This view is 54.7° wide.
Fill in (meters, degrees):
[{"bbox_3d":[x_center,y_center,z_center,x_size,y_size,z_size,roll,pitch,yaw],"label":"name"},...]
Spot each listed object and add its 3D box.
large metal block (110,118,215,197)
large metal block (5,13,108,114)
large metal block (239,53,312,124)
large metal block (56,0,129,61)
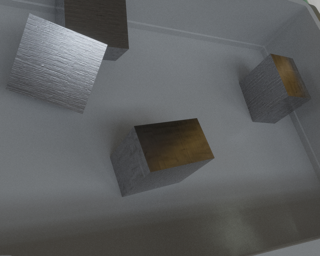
[{"bbox_3d":[0.000,0.034,0.351,0.081,0.080,0.050,-8,66,-32],"label":"large metal block"},{"bbox_3d":[-0.113,-0.070,0.346,0.081,0.050,0.080,19,98,-18],"label":"large metal block"},{"bbox_3d":[0.186,-0.062,0.512,0.050,0.080,0.080,3,60,-27],"label":"large metal block"},{"bbox_3d":[-0.091,-0.139,0.410,0.081,0.050,0.080,-1,83,-29],"label":"large metal block"}]
